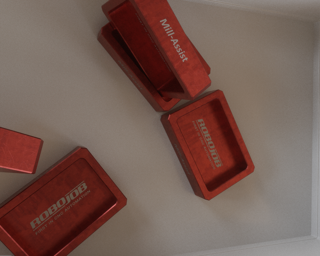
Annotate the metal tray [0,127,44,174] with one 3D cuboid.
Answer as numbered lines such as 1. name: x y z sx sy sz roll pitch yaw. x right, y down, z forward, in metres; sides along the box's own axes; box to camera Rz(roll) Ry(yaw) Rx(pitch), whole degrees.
1. metal tray: -0.177 0.016 0.274 0.090 0.130 0.030 24 69 -44

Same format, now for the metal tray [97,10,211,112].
1. metal tray: -0.006 -0.097 0.406 0.090 0.030 0.130 -43 104 -15

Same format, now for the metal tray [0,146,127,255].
1. metal tray: -0.117 0.094 0.365 0.131 0.030 0.090 -39 103 -16

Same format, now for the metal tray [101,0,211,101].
1. metal tray: -0.006 -0.094 0.349 0.030 0.090 0.130 -41 113 -16

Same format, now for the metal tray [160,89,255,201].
1. metal tray: 0.068 0.023 0.434 0.091 0.030 0.129 -28 100 -18
